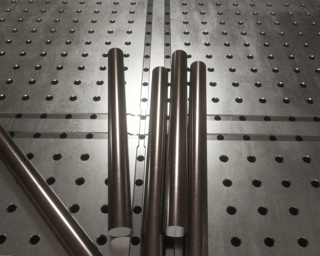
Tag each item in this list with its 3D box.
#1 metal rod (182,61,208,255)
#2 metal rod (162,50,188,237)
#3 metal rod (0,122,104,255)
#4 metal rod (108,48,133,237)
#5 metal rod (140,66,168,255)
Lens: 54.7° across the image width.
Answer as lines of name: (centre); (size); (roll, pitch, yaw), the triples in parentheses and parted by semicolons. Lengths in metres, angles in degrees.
metal rod: (0.047, 0.018, 0.392); (0.025, 0.025, 0.300); (4, 50, 3)
metal rod: (0.023, -0.008, 0.404); (0.025, 0.025, 0.300); (3, 47, 2)
metal rod: (-0.123, 0.081, 0.337); (0.025, 0.025, 0.300); (-35, 59, -26)
metal rod: (-0.057, -0.008, 0.413); (0.025, 0.025, 0.300); (-4, 50, -4)
metal rod: (-0.004, 0.029, 0.383); (0.025, 0.025, 0.300); (1, 50, 1)
